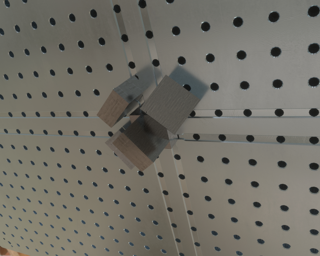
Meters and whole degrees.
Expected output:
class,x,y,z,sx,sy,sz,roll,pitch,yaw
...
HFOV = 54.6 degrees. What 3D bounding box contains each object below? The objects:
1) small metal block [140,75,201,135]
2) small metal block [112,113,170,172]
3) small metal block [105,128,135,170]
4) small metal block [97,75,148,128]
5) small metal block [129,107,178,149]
class,x,y,z,sx,sy,sz,roll,pitch,yaw
small metal block,0.012,-0.027,0.371,0.050,0.025,0.050,37,89,4
small metal block,-0.022,0.017,0.386,0.050,0.050,0.025,45,128,-4
small metal block,-0.047,0.027,0.433,0.025,0.050,0.050,-43,95,2
small metal block,-0.048,-0.034,0.400,0.025,0.050,0.050,42,129,0
small metal block,-0.008,0.000,0.415,0.050,0.025,0.050,0,118,27
